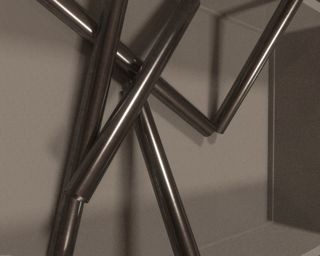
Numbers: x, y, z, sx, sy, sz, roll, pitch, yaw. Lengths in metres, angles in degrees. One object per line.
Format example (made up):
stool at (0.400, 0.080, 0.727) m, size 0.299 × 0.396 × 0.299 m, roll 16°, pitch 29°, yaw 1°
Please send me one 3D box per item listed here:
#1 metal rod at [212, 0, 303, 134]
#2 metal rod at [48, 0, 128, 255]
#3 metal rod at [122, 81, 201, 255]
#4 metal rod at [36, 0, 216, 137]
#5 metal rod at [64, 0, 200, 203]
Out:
metal rod at (0.150, -0.121, 0.430) m, size 0.025 × 0.025 × 0.298 m, roll 6°, pitch 120°, yaw -40°
metal rod at (-0.073, -0.009, 0.325) m, size 0.025 × 0.025 × 0.298 m, roll 13°, pitch 88°, yaw -40°
metal rod at (0.011, 0.080, 0.329) m, size 0.025 × 0.025 × 0.299 m, roll -1°, pitch 63°, yaw -40°
metal rod at (-0.026, -0.071, 0.386) m, size 0.301 × 0.025 × 0.025 m, roll 36°, pitch 68°, yaw -34°
metal rod at (-0.017, -0.055, 0.357) m, size 0.025 × 0.025 × 0.300 m, roll 45°, pitch 58°, yaw -31°
